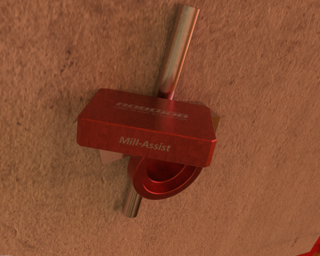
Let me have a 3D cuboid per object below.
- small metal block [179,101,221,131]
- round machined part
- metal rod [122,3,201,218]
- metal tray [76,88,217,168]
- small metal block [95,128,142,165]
[{"bbox_3d":[0.042,-0.014,0.408,0.050,0.050,0.025,-2,119,-28],"label":"small metal block"},{"bbox_3d":[0.005,0.040,0.390,0.099,0.042,0.097,-16,129,-21],"label":"round machined part"},{"bbox_3d":[-0.006,-0.005,0.404,0.025,0.025,0.298,2,117,-30],"label":"metal rod"},{"bbox_3d":[-0.011,-0.004,0.329,0.131,0.090,0.030,10,115,-1],"label":"metal tray"},{"bbox_3d":[-0.054,0.012,0.371,0.050,0.050,0.025,-18,126,-19],"label":"small metal block"}]
